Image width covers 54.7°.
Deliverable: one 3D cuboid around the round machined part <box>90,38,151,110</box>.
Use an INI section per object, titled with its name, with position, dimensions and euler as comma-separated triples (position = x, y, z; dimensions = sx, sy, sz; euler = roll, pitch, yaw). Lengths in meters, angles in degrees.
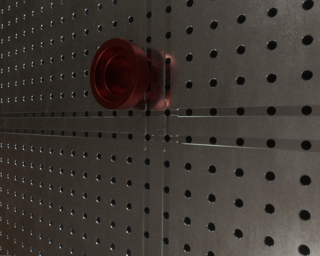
[round machined part]
position = -0.052, -0.074, 0.439
dimensions = 0.098, 0.042, 0.097
euler = 0, 90, 39
